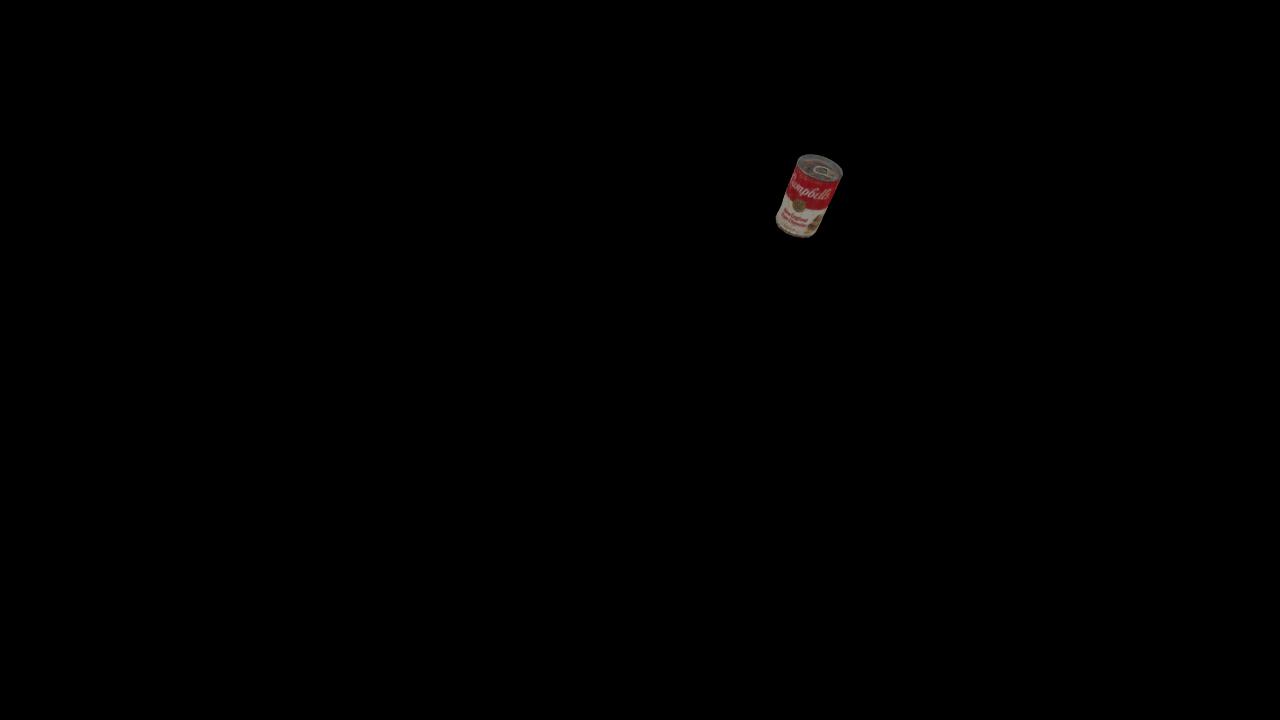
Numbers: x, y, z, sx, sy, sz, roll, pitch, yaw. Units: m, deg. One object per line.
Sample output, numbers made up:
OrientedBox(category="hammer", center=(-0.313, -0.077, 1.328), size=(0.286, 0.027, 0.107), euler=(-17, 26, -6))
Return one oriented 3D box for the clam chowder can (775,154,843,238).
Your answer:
OrientedBox(category="clam chowder can", center=(0.248, -0.241, 0.912), size=(0.068, 0.068, 0.102), euler=(0, -41, -12))
